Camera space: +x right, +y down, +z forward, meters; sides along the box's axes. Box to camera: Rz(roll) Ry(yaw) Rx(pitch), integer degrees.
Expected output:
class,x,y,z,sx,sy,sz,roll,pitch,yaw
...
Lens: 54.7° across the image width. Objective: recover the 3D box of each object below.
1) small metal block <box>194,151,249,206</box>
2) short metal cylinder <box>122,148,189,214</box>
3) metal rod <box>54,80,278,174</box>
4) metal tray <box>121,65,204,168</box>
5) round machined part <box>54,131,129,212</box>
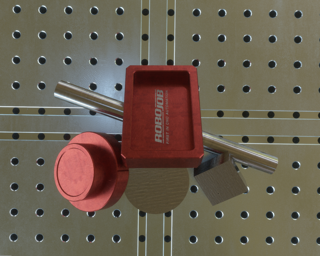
class,x,y,z,sx,sy,sz,roll,pitch,yaw
small metal block,0.078,0.065,0.399,0.050,0.025,0.050,-28,106,16
short metal cylinder,-0.005,0.064,0.397,0.081,0.050,0.079,0,90,0
metal rod,0.008,-0.001,0.410,0.301,0.025,0.025,20,90,0
metal tray,0.002,-0.017,0.378,0.091,0.030,0.130,0,61,-1
round machined part,-0.090,0.053,0.377,0.098,0.042,0.097,-3,84,32
